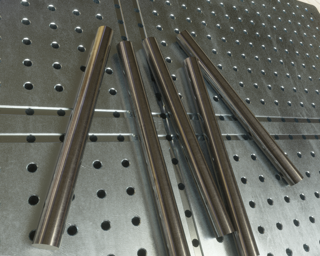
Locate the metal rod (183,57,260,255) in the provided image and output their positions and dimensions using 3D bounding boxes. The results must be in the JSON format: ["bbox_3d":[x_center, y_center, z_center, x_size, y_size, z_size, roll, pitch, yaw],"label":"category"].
[{"bbox_3d":[0.079,0.024,0.437,0.025,0.025,0.299,2,61,-28],"label":"metal rod"}]

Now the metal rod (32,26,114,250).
[{"bbox_3d":[-0.092,-0.015,0.368,0.025,0.025,0.300,19,54,-18],"label":"metal rod"}]

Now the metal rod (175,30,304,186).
[{"bbox_3d":[0.122,-0.038,0.499,0.025,0.025,0.299,-28,77,-38],"label":"metal rod"}]

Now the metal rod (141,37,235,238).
[{"bbox_3d":[0.031,-0.002,0.427,0.025,0.025,0.299,-6,65,-31],"label":"metal rod"}]

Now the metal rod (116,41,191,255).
[{"bbox_3d":[-0.015,0.012,0.393,0.025,0.025,0.299,-1,62,-29],"label":"metal rod"}]
